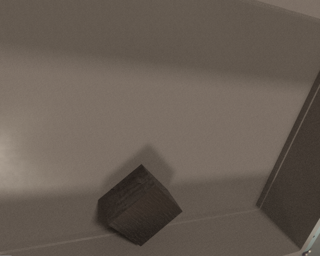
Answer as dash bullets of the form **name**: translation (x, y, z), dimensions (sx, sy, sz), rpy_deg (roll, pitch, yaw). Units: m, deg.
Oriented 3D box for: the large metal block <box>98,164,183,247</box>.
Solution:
- **large metal block**: translation (-0.027, 0.113, 0.449), dimensions (0.080, 0.050, 0.080), rpy_deg (-40, 130, -2)
